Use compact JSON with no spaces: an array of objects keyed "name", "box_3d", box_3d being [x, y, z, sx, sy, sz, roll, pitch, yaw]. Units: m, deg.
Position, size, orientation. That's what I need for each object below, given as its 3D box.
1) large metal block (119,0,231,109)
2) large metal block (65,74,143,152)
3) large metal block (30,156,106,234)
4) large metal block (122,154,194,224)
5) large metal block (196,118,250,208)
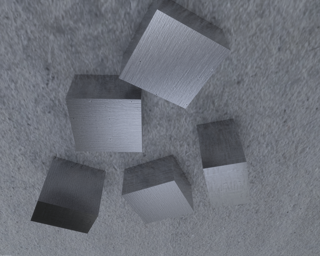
[{"name":"large metal block","box_3d":[0.013,-0.078,0.324,0.080,0.050,0.080,23,126,-19]},{"name":"large metal block","box_3d":[-0.062,-0.017,0.376,0.081,0.050,0.079,1,130,-1]},{"name":"large metal block","box_3d":[-0.131,0.097,0.452,0.081,0.080,0.050,20,127,-16]},{"name":"large metal block","box_3d":[-0.002,0.095,0.472,0.080,0.050,0.080,-19,128,14]},{"name":"large metal block","box_3d":[0.084,0.047,0.412,0.050,0.080,0.080,-10,130,8]}]
